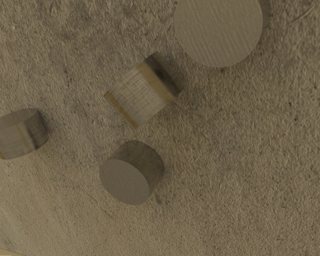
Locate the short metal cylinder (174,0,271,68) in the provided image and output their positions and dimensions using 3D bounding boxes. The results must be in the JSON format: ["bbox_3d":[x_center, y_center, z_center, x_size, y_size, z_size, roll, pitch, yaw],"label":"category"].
[{"bbox_3d":[0.060,-0.104,0.295,0.080,0.050,0.079,13,124,21],"label":"short metal cylinder"}]

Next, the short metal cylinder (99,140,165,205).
[{"bbox_3d":[-0.040,0.065,0.452,0.080,0.050,0.079,13,124,21],"label":"short metal cylinder"}]

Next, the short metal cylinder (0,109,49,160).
[{"bbox_3d":[-0.227,0.008,0.496,0.080,0.080,0.050,-1,118,29],"label":"short metal cylinder"}]

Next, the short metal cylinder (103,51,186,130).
[{"bbox_3d":[-0.017,-0.042,0.354,0.080,0.080,0.050,-34,99,38],"label":"short metal cylinder"}]
